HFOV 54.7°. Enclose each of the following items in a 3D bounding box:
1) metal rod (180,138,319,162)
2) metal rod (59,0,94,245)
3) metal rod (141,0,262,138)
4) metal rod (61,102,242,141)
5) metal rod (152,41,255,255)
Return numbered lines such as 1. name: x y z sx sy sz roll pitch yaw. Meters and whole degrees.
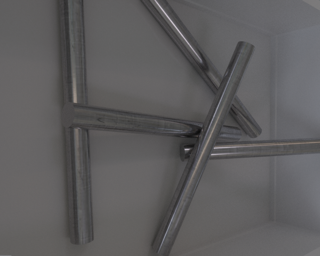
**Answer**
1. metal rod: 0.178 0.030 0.472 0.302 0.025 0.025 -2 92 -14
2. metal rod: -0.090 -0.028 0.331 0.025 0.025 0.298 -4 92 -40
3. metal rod: 0.076 -0.082 0.469 0.300 0.025 0.025 44 63 -31
4. metal rod: 0.018 -0.001 0.402 0.302 0.025 0.025 6 86 -45
5. metal rod: 0.059 0.025 0.415 0.025 0.025 0.299 25 87 -37
